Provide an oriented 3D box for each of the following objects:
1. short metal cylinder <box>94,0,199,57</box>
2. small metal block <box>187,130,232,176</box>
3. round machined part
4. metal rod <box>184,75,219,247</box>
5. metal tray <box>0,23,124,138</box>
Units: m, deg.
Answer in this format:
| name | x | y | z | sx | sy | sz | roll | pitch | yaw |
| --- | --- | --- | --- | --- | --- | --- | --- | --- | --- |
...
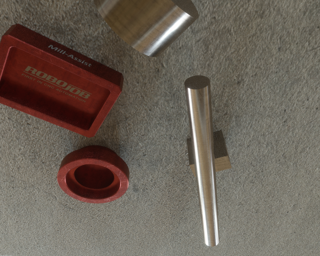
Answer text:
| name | x | y | z | sx | sy | sz | roll | pitch | yaw |
| --- | --- | --- | --- | --- | --- | --- | --- | --- | --- |
| short metal cylinder | -0.011 | -0.111 | 0.277 | 0.080 | 0.080 | 0.050 | 35 | 122 | -27 |
| small metal block | 0.066 | 0.034 | 0.421 | 0.050 | 0.050 | 0.025 | -16 | 129 | 12 |
| round machined part | -0.094 | 0.063 | 0.448 | 0.099 | 0.042 | 0.097 | -1 | 130 | 0 |
| metal rod | 0.059 | 0.067 | 0.399 | 0.025 | 0.025 | 0.298 | -7 | 130 | 5 |
| metal tray | -0.120 | -0.049 | 0.360 | 0.131 | 0.030 | 0.089 | 24 | 126 | -20 |
